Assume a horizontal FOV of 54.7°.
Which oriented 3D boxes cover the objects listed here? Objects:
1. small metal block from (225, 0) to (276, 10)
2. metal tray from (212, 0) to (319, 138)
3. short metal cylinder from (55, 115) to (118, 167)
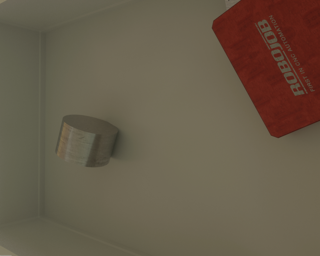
[{"bbox_3d":[0.092,-0.149,0.314,0.050,0.025,0.050,11,134,39],"label":"small metal block"},{"bbox_3d":[0.118,-0.067,0.286,0.090,0.030,0.130,-30,85,35],"label":"metal tray"},{"bbox_3d":[-0.108,0.017,0.457,0.080,0.081,0.050,28,107,36],"label":"short metal cylinder"}]
